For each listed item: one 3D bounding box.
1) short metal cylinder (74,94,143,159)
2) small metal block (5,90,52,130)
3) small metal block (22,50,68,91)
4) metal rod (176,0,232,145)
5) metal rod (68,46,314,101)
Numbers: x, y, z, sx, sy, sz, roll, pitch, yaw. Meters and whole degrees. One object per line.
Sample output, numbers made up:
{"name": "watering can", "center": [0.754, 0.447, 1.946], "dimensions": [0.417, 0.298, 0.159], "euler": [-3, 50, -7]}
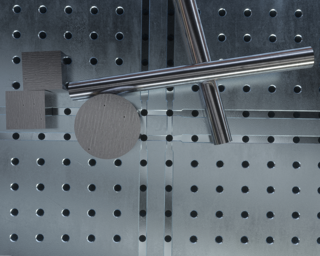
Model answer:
{"name": "short metal cylinder", "center": [-0.064, -0.002, 0.400], "dimensions": [0.081, 0.050, 0.079], "euler": [0, 90, 0]}
{"name": "small metal block", "center": [-0.174, -0.023, 0.412], "dimensions": [0.050, 0.025, 0.050], "euler": [-1, 90, 0]}
{"name": "small metal block", "center": [-0.152, -0.074, 0.412], "dimensions": [0.050, 0.025, 0.050], "euler": [-3, 90, 0]}
{"name": "metal rod", "center": [0.046, -0.125, 0.413], "dimensions": [0.025, 0.025, 0.298], "euler": [-15, 90, 0]}
{"name": "metal rod", "center": [0.031, -0.067, 0.391], "dimensions": [0.301, 0.025, 0.025], "euler": [-7, 90, 8]}
